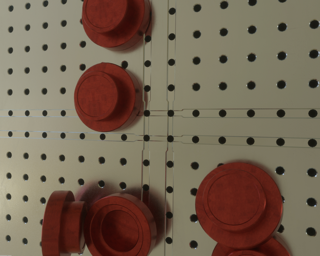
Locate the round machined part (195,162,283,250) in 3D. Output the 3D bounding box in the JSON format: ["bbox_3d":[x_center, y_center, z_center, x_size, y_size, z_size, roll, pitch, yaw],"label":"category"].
[{"bbox_3d":[0.087,0.085,0.353,0.098,0.042,0.098,-10,61,20],"label":"round machined part"}]

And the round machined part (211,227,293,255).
[{"bbox_3d":[0.108,0.170,0.366,0.098,0.042,0.097,0,90,20],"label":"round machined part"}]

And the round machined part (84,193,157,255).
[{"bbox_3d":[-0.050,0.137,0.422,0.098,0.042,0.097,0,90,19],"label":"round machined part"}]

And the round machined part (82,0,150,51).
[{"bbox_3d":[-0.067,-0.160,0.428,0.098,0.042,0.097,0,90,20],"label":"round machined part"}]

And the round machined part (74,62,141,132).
[{"bbox_3d":[-0.079,-0.043,0.432,0.098,0.042,0.097,0,90,20],"label":"round machined part"}]

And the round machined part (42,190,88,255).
[{"bbox_3d":[-0.125,0.135,0.423,0.042,0.098,0.097,0,90,-3],"label":"round machined part"}]
